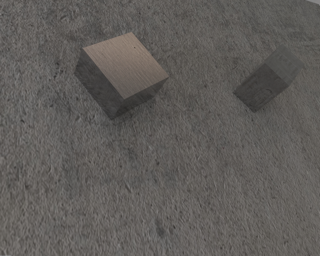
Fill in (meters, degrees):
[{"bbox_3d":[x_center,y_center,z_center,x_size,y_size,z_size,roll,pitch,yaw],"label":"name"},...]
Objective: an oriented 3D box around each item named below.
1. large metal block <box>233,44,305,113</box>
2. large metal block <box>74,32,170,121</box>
[{"bbox_3d":[0.180,-0.082,0.515,0.050,0.080,0.080,45,51,3],"label":"large metal block"},{"bbox_3d":[-0.050,-0.069,0.403,0.081,0.050,0.080,-33,80,-38],"label":"large metal block"}]
